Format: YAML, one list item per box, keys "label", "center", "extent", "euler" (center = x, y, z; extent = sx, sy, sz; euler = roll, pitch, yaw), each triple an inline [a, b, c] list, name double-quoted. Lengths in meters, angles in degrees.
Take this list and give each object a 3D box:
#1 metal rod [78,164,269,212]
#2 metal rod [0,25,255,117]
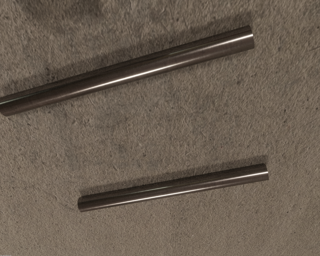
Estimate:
- label: "metal rod"
  center: [0.015, 0.096, 0.489]
  extent: [0.301, 0.025, 0.025]
  euler: [-12, 129, 9]
- label: "metal rod"
  center: [-0.047, -0.061, 0.354]
  extent: [0.301, 0.025, 0.025]
  euler: [-14, 129, 11]
